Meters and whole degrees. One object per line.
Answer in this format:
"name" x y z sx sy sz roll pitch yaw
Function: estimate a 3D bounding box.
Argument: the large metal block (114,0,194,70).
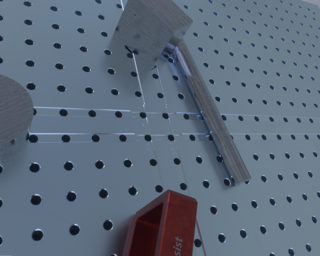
"large metal block" -0.012 -0.148 0.457 0.080 0.080 0.050 45 51 3

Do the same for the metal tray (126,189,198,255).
"metal tray" -0.007 0.132 0.281 0.030 0.090 0.130 23 53 -15

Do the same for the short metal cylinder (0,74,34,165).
"short metal cylinder" -0.170 -0.008 0.305 0.081 0.050 0.080 14 56 -21

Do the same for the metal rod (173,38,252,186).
"metal rod" 0.061 -0.056 0.474 0.025 0.025 0.299 -9 66 -32
